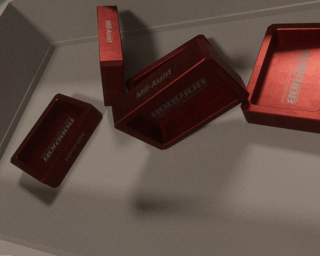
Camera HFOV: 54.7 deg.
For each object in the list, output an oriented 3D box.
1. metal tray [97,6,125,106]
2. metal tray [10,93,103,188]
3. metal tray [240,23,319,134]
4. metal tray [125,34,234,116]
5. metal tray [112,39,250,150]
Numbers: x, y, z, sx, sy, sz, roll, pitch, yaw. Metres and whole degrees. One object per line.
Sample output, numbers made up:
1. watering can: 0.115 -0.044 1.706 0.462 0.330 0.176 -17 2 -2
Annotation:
1. metal tray: -0.074 -0.108 0.465 0.030 0.089 0.130 -4 55 -8
2. metal tray: -0.158 0.015 0.473 0.090 0.030 0.130 19 71 35
3. metal tray: 0.157 -0.062 0.357 0.090 0.030 0.130 11 67 32
4. metal tray: 0.024 -0.062 0.426 0.130 0.030 0.090 -31 52 8
5. metal tray: 0.022 -0.030 0.349 0.130 0.090 0.030 -34 50 25
